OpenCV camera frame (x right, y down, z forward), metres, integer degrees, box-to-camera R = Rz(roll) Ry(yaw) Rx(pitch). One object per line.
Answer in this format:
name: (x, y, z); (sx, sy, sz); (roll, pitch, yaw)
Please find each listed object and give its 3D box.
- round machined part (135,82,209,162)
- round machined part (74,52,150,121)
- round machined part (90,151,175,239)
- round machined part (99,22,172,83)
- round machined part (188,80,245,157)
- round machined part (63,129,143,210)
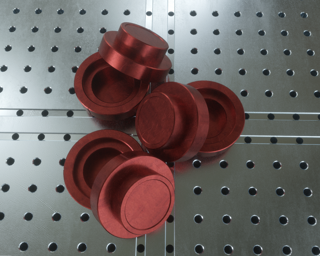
round machined part: (0.007, -0.008, 0.373); (0.042, 0.098, 0.098); (5, 63, -44)
round machined part: (-0.062, -0.055, 0.421); (0.099, 0.042, 0.098); (0, 70, 0)
round machined part: (-0.023, 0.077, 0.344); (0.099, 0.042, 0.097); (-9, 106, -32)
round machined part: (-0.027, -0.105, 0.412); (0.098, 0.042, 0.098); (22, 30, -13)
round machined part: (0.057, -0.010, 0.406); (0.099, 0.042, 0.098); (0, 70, 0)
round machined part: (-0.064, 0.054, 0.382); (0.099, 0.042, 0.098); (0, 70, 0)
